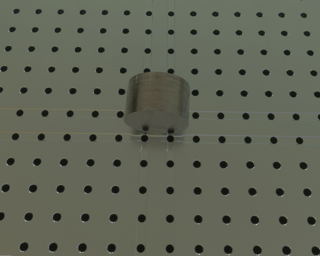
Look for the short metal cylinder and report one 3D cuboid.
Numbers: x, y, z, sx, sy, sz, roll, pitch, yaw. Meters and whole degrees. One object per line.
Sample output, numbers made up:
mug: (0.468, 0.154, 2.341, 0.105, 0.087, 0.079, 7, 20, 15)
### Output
short metal cylinder: (-0.003, -0.029, 0.393, 0.080, 0.080, 0.050, 4, 70, 1)
